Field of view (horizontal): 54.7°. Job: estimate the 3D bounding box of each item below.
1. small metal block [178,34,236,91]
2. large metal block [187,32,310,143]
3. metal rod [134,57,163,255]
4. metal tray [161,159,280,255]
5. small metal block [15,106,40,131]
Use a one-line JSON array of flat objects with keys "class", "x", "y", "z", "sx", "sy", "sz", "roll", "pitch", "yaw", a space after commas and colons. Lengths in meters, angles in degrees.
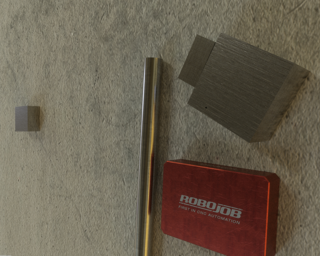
[{"class": "small metal block", "x": 0.054, "y": -0.070, "z": 0.343, "sx": 0.025, "sy": 0.050, "sz": 0.050, "roll": 36, "pitch": 112, "yaw": 34}, {"class": "large metal block", "x": 0.088, "y": -0.041, "z": 0.315, "sx": 0.080, "sy": 0.050, "sz": 0.079, "roll": 37, "pitch": 112, "yaw": 33}, {"class": "metal rod", "x": -0.017, "y": 0.058, "z": 0.416, "sx": 0.025, "sy": 0.025, "sz": 0.298, "roll": 5, "pitch": 93, "yaw": 39}, {"class": "metal tray", "x": 0.062, "y": 0.088, "z": 0.349, "sx": 0.130, "sy": 0.030, "sz": 0.089, "roll": 4, "pitch": 93, "yaw": 39}, {"class": "small metal block", "x": -0.266, "y": -0.018, "z": 0.620, "sx": 0.050, "sy": 0.025, "sz": 0.050, "roll": -1, "pitch": 90, "yaw": 39}]
